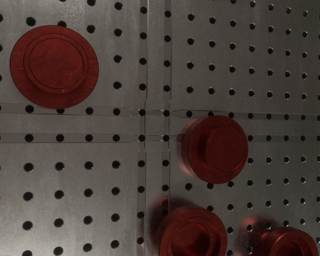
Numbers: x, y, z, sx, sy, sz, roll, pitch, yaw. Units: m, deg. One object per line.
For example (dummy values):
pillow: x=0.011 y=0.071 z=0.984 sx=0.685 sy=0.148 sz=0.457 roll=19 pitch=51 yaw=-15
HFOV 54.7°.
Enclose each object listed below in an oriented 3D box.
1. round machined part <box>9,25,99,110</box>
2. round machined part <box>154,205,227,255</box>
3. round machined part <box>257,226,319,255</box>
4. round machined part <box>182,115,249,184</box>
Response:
round machined part: x=-0.120 y=-0.071 z=0.359 sx=0.099 sy=0.042 sz=0.097 roll=0 pitch=90 yaw=-21
round machined part: x=0.038 y=0.153 z=0.419 sx=0.099 sy=0.042 sz=0.097 roll=0 pitch=90 yaw=-20
round machined part: x=0.190 y=0.200 z=0.476 sx=0.099 sy=0.042 sz=0.097 roll=0 pitch=90 yaw=-21
round machined part: x=0.084 y=0.031 z=0.436 sx=0.099 sy=0.042 sz=0.097 roll=0 pitch=90 yaw=-21
